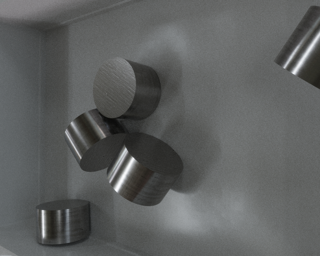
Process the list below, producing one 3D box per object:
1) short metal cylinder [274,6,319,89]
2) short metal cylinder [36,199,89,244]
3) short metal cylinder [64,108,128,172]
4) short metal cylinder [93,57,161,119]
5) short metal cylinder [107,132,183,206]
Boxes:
[{"bbox_3d":[0.143,-0.057,0.252,0.080,0.081,0.050,43,116,31],"label":"short metal cylinder"},{"bbox_3d":[-0.155,0.148,0.496,0.080,0.081,0.050,-3,88,39],"label":"short metal cylinder"},{"bbox_3d":[-0.087,0.017,0.440,0.050,0.081,0.080,52,120,27],"label":"short metal cylinder"},{"bbox_3d":[-0.046,-0.052,0.424,0.080,0.050,0.080,-2,87,38],"label":"short metal cylinder"},{"bbox_3d":[-0.018,0.049,0.384,0.080,0.081,0.050,45,117,30],"label":"short metal cylinder"}]
